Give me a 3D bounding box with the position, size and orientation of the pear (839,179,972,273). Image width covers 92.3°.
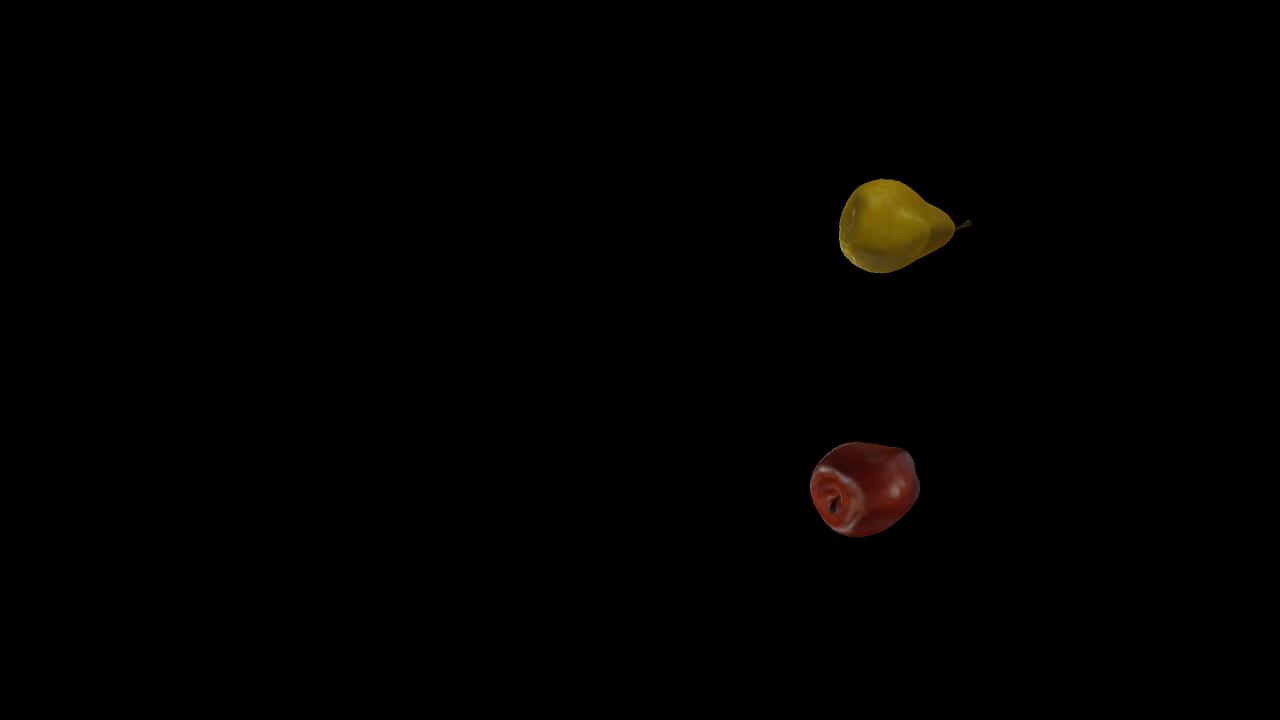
[{"bbox_3d":[0.231,-0.110,0.531,0.111,0.080,0.080,11,-1,-4],"label":"pear"}]

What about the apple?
[{"bbox_3d":[0.190,0.108,0.520,0.093,0.079,0.079,-15,8,-29],"label":"apple"}]
